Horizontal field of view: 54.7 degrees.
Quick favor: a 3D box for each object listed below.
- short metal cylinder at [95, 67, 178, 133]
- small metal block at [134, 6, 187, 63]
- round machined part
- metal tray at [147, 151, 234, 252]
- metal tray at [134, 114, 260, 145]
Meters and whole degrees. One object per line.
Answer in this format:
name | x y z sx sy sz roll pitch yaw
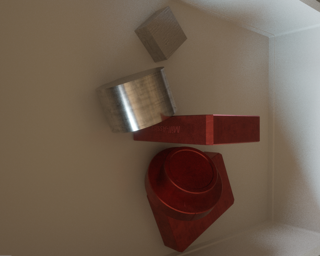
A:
short metal cylinder | -0.026 -0.033 0.351 0.081 0.080 0.050 -30 109 -36
small metal block | 0.002 -0.124 0.410 0.050 0.025 0.050 -51 120 -28
round machined part | 0.033 0.062 0.389 0.099 0.042 0.098 10 47 -11
metal tray | 0.050 0.101 0.448 0.131 0.030 0.089 -29 109 -36
metal tray | 0.040 0.001 0.374 0.091 0.130 0.030 -1 91 -40
